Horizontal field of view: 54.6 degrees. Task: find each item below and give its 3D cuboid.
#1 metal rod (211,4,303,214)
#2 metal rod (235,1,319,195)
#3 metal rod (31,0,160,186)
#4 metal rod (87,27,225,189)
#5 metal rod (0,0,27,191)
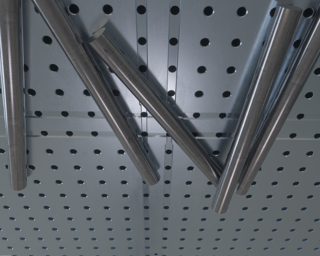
[{"bbox_3d":[0.110,0.001,0.393,0.025,0.025,0.298,6,124,-5],"label":"metal rod"},{"bbox_3d":[0.150,-0.015,0.399,0.025,0.025,0.298,7,130,-6],"label":"metal rod"},{"bbox_3d":[-0.064,-0.028,0.386,0.025,0.025,0.299,-16,129,13],"label":"metal rod"},{"bbox_3d":[0.017,-0.004,0.408,0.025,0.025,0.300,-28,125,21],"label":"metal rod"},{"bbox_3d":[-0.184,-0.022,0.390,0.025,0.025,0.298,11,129,-9],"label":"metal rod"}]
